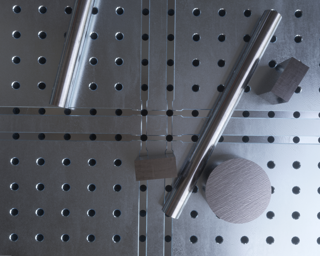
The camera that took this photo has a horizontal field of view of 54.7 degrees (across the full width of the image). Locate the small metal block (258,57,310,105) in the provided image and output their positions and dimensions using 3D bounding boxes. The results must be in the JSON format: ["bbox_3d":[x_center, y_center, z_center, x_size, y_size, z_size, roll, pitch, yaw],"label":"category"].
[{"bbox_3d":[0.159,-0.059,0.402,0.025,0.050,0.050,32,90,0],"label":"small metal block"}]

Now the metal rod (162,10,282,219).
[{"bbox_3d":[0.082,-0.018,0.413,0.025,0.025,0.299,27,90,0],"label":"metal rod"}]

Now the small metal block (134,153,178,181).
[{"bbox_3d":[-0.005,0.050,0.401,0.050,0.050,0.025,-5,90,0],"label":"small metal block"}]

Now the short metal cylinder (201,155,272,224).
[{"bbox_3d":[0.096,0.077,0.402,0.081,0.050,0.079,0,90,0],"label":"short metal cylinder"}]

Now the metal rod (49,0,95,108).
[{"bbox_3d":[-0.099,-0.174,0.412,0.025,0.025,0.298,14,90,0],"label":"metal rod"}]
